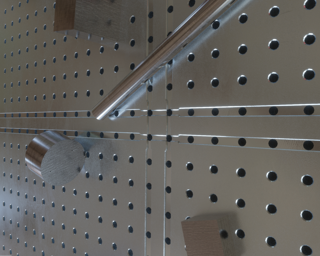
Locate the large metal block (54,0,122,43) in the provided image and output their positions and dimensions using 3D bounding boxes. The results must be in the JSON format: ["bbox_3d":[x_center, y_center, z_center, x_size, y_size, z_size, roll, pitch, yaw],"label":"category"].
[{"bbox_3d":[-0.105,-0.176,0.461,0.050,0.081,0.079,10,97,39],"label":"large metal block"}]

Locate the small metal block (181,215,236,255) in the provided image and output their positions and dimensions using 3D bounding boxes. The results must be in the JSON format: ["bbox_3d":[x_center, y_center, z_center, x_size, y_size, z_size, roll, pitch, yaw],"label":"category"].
[{"bbox_3d":[0.057,0.131,0.363,0.050,0.025,0.050,-17,79,38],"label":"small metal block"}]

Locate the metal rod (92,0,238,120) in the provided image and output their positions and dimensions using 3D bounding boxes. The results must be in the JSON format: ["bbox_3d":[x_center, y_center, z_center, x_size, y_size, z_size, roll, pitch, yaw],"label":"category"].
[{"bbox_3d":[0.004,-0.096,0.406,0.299,0.025,0.025,-36,68,34],"label":"metal rod"}]

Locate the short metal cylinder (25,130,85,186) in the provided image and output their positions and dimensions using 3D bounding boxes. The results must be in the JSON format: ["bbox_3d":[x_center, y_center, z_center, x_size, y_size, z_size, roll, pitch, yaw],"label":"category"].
[{"bbox_3d":[-0.174,0.049,0.517,0.050,0.081,0.079,21,104,38],"label":"short metal cylinder"}]
